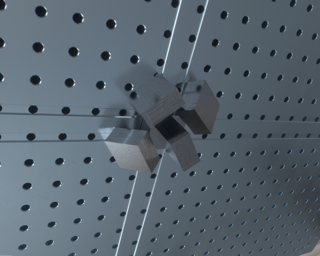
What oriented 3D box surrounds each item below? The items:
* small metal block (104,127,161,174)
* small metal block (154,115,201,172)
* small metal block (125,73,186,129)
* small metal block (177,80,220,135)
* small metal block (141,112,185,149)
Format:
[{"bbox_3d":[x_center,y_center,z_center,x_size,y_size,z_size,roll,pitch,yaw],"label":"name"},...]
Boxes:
[{"bbox_3d":[-0.034,0.028,0.389,0.025,0.050,0.050,-58,140,-37],"label":"small metal block"},{"bbox_3d":[0.020,0.018,0.384,0.025,0.050,0.050,-32,129,-8],"label":"small metal block"},{"bbox_3d":[-0.006,-0.034,0.370,0.050,0.050,0.025,-35,129,-5],"label":"small metal block"},{"bbox_3d":[0.052,-0.026,0.405,0.050,0.025,0.050,50,49,-39],"label":"small metal block"},{"bbox_3d":[0.004,0.000,0.412,0.050,0.025,0.050,0,118,-30],"label":"small metal block"}]
